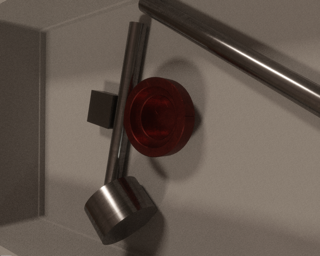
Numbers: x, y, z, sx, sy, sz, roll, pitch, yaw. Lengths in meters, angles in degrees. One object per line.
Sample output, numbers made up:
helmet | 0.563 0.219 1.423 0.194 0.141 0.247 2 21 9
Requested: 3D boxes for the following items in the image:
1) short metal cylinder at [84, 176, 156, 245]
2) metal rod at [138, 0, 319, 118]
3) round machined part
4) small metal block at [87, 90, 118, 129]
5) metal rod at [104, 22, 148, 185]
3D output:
short metal cylinder | -0.052 0.109 0.412 0.050 0.081 0.080 51 120 27
metal rod | 0.077 -0.086 0.341 0.300 0.025 0.025 41 115 32
round machined part | 0.004 -0.013 0.391 0.098 0.042 0.097 0 90 39
small metal block | -0.082 -0.029 0.472 0.050 0.025 0.050 17 101 38
metal rod | -0.056 0.001 0.450 0.025 0.025 0.298 17 101 38
